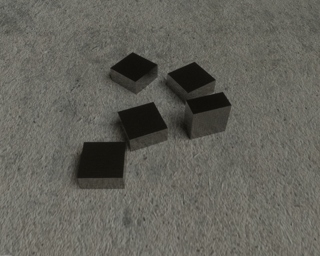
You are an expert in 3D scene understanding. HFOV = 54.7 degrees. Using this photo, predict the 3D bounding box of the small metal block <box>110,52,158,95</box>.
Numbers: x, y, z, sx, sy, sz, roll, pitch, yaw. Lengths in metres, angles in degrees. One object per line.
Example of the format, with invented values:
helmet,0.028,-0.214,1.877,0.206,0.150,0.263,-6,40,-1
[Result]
small metal block,-0.039,-0.084,0.474,0.050,0.025,0.050,31,57,23

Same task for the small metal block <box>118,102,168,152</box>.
small metal block,-0.023,-0.002,0.405,0.050,0.025,0.050,-17,52,-14

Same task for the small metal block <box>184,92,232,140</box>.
small metal block,0.060,-0.015,0.400,0.050,0.050,0.025,-14,52,-11

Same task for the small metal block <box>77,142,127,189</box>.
small metal block,-0.066,0.044,0.366,0.050,0.025,0.050,0,50,-1

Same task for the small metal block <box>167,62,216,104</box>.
small metal block,0.046,-0.067,0.459,0.050,0.025,0.050,-27,55,-21
